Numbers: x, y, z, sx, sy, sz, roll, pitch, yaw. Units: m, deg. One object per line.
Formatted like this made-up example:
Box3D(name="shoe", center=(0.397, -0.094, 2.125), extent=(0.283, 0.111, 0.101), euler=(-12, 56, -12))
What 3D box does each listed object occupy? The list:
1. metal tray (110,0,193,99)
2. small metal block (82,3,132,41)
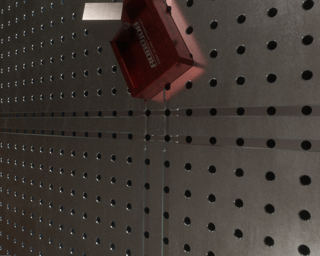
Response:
Box3D(name="metal tray", center=(-0.021, -0.116, 0.420), extent=(0.090, 0.030, 0.130), euler=(-35, 69, 34))
Box3D(name="small metal block", center=(-0.069, -0.141, 0.416), extent=(0.050, 0.050, 0.025), euler=(3, 75, 9))
